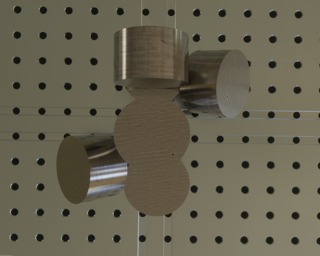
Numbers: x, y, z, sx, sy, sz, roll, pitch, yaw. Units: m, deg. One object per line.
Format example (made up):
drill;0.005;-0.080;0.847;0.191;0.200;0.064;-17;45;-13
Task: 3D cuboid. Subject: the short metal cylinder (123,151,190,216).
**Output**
short metal cylinder;-0.004;0.067;0.400;0.081;0.050;0.079;0;91;-1

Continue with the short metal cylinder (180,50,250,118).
short metal cylinder;0.069;-0.055;0.379;0.050;0.080;0.080;11;90;40

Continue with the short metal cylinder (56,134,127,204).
short metal cylinder;-0.085;0.048;0.380;0.050;0.080;0.080;-2;90;-44

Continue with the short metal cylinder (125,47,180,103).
short metal cylinder;-0.007;-0.069;0.400;0.081;0.050;0.079;0;91;0

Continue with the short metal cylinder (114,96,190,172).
short metal cylinder;-0.008;0.006;0.350;0.081;0.050;0.079;0;90;0

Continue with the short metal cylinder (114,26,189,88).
short metal cylinder;-0.009;-0.073;0.334;0.081;0.080;0.050;0;90;0
